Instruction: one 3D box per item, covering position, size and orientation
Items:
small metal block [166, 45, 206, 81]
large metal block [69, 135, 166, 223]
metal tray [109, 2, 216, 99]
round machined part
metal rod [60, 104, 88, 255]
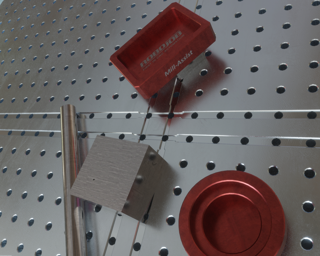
[{"bbox_3d":[0.030,-0.105,0.456,0.050,0.025,0.050,-41,51,-1],"label":"small metal block"},{"bbox_3d":[-0.050,0.060,0.380,0.080,0.050,0.080,9,66,31],"label":"large metal block"},{"bbox_3d":[0.001,-0.112,0.439,0.130,0.030,0.090,-41,51,0],"label":"metal tray"},{"bbox_3d":[0.072,0.094,0.301,0.098,0.042,0.098,-13,56,20],"label":"round machined part"},{"bbox_3d":[-0.116,0.086,0.413,0.025,0.025,0.299,-25,53,12],"label":"metal rod"}]
